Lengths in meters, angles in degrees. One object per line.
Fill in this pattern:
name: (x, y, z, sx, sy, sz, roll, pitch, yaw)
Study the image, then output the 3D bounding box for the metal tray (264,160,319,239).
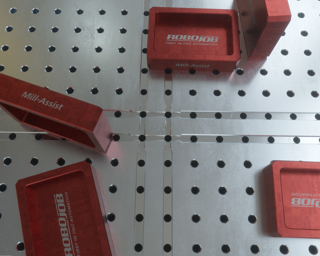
metal tray: (0.200, 0.089, 0.379, 0.131, 0.030, 0.090, 2, 70, 0)

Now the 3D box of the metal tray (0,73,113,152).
metal tray: (-0.129, -0.015, 0.381, 0.131, 0.090, 0.030, 19, 71, 6)

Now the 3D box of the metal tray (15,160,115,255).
metal tray: (-0.111, 0.113, 0.366, 0.091, 0.030, 0.130, -16, 71, -6)

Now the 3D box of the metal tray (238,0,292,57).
metal tray: (0.144, -0.180, 0.444, 0.030, 0.090, 0.129, -4, 70, -2)

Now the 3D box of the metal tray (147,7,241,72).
metal tray: (0.048, -0.131, 0.457, 0.131, 0.030, 0.090, 2, 70, 0)
